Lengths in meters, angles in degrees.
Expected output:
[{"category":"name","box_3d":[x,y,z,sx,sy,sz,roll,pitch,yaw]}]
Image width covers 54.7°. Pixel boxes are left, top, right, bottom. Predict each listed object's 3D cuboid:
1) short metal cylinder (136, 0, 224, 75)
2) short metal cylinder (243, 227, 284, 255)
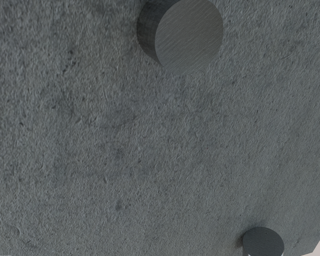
[{"category":"short metal cylinder","box_3d":[0.021,-0.104,0.338,0.081,0.050,0.079,-14,124,-21]},{"category":"short metal cylinder","box_3d":[0.214,0.255,0.646,0.081,0.080,0.050,-21,127,-16]}]
